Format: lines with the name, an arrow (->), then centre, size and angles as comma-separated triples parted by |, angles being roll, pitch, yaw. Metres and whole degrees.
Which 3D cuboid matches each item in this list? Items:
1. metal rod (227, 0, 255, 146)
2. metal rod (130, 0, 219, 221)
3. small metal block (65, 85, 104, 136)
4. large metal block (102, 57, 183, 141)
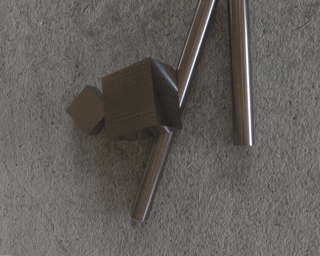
metal rod -> 0.095, -0.128, 0.375 | 0.025, 0.025, 0.298 | -3, 89, 19
metal rod -> 0.017, -0.022, 0.402 | 0.025, 0.025, 0.298 | 20, 96, 18
small metal block -> -0.097, -0.025, 0.442 | 0.050, 0.025, 0.050 | 46, 104, 14
large metal block -> -0.024, -0.031, 0.386 | 0.080, 0.050, 0.080 | -15, 75, 35
